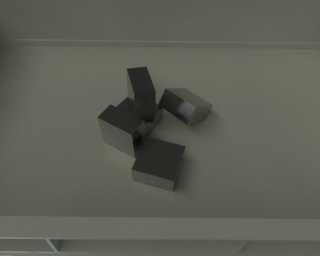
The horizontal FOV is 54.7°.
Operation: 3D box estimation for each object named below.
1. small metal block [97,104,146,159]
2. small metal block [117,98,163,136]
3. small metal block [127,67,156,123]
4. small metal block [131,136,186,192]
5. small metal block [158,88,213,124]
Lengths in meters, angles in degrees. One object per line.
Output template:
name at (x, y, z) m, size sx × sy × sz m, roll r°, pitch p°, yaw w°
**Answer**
small metal block at (-0.046, 0.005, 0.384) m, size 0.050 × 0.050 × 0.025 m, roll 26°, pitch 56°, yaw 19°
small metal block at (-0.031, -0.016, 0.415) m, size 0.050 × 0.025 × 0.050 m, roll 26°, pitch 49°, yaw 20°
small metal block at (-0.024, -0.041, 0.389) m, size 0.025 × 0.050 × 0.050 m, roll -9°, pitch 48°, yaw -12°
small metal block at (-0.001, 0.042, 0.370) m, size 0.050 × 0.025 × 0.050 m, roll 14°, pitch 51°, yaw 11°
small metal block at (0.035, -0.031, 0.416) m, size 0.050 × 0.025 × 0.050 m, roll 35°, pitch 25°, yaw 25°
